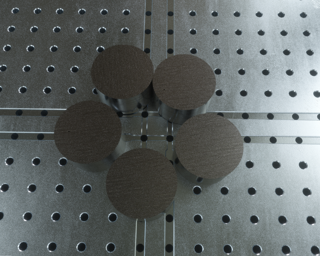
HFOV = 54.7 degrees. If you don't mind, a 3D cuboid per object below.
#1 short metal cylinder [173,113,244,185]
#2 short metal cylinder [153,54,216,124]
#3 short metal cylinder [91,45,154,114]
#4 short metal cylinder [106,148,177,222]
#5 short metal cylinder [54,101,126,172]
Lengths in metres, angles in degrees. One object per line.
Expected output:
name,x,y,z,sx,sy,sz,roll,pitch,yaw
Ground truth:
short metal cylinder,0.058,0.028,0.388,0.081,0.050,0.080,0,71,0
short metal cylinder,0.031,-0.051,0.416,0.081,0.050,0.080,0,70,0
short metal cylinder,-0.048,-0.065,0.421,0.081,0.050,0.080,0,70,0
short metal cylinder,-0.020,0.069,0.371,0.080,0.050,0.080,0,70,0
short metal cylinder,-0.086,0.012,0.393,0.081,0.050,0.080,0,70,0
